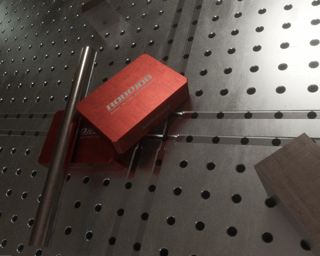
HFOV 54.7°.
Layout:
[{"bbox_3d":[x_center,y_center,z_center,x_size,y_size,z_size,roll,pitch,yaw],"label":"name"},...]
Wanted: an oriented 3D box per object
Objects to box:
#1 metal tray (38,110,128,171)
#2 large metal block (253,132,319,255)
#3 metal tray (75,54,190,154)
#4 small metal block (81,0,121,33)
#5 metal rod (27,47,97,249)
[{"bbox_3d":[-0.106,0.015,0.450,0.130,0.030,0.090,-4,60,25],"label":"metal tray"},{"bbox_3d":[0.132,0.063,0.265,0.050,0.080,0.080,-35,52,5],"label":"large metal block"},{"bbox_3d":[-0.036,-0.038,0.419,0.130,0.030,0.090,-41,58,-18],"label":"metal tray"},{"bbox_3d":[-0.110,-0.215,0.579,0.050,0.050,0.025,-24,53,13],"label":"small metal block"},{"bbox_3d":[-0.127,0.007,0.429,0.025,0.025,0.299,-9,58,23],"label":"metal rod"}]
